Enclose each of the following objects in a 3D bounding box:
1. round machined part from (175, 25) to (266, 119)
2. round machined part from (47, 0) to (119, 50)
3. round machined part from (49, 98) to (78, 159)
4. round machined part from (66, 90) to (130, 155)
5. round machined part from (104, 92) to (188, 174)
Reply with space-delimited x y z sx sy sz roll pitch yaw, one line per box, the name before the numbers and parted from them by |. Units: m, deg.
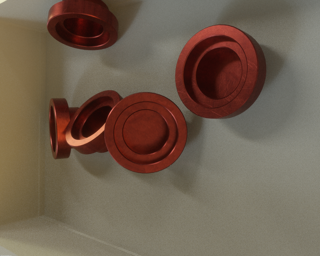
round machined part | 0.068 -0.058 0.338 0.098 0.042 0.097 0 90 39
round machined part | -0.109 -0.155 0.449 0.098 0.099 0.042 -11 71 39
round machined part | -0.152 0.000 0.503 0.098 0.042 0.097 -166 74 -63
round machined part | -0.083 -0.003 0.442 0.098 0.042 0.098 -23 43 23
round machined part | -0.018 0.004 0.386 0.042 0.099 0.097 -127 36 -81
